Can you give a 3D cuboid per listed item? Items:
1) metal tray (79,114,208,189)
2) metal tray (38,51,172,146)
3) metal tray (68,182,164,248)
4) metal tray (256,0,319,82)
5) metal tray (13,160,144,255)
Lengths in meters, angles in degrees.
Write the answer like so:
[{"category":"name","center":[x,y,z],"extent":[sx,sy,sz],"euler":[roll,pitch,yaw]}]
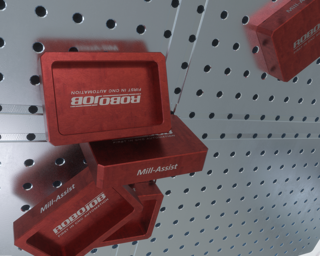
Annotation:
[{"category":"metal tray","center":[-0.021,0.022,0.369],"extent":[0.131,0.090,0.030],"euler":[-6,123,-25]},{"category":"metal tray","center":[-0.055,-0.033,0.330],"extent":[0.131,0.030,0.090],"euler":[-6,92,-25]},{"category":"metal tray","center":[-0.067,0.126,0.448],"extent":[0.131,0.030,0.089],"euler":[1,118,-29]},{"category":"metal tray","center":[0.205,-0.138,0.434],"extent":[0.130,0.030,0.090],"euler":[-38,129,-3]},{"category":"metal tray","center":[-0.097,0.109,0.382],"extent":[0.130,0.030,0.090],"euler":[-37,129,-3]}]
